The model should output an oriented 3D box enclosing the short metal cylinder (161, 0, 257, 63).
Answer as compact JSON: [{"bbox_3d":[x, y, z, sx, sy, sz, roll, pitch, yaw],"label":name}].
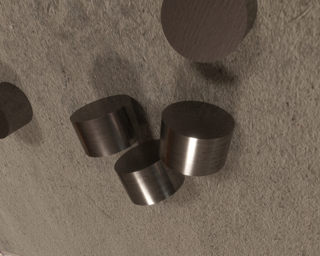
[{"bbox_3d":[0.048,-0.109,0.297,0.080,0.050,0.079,13,124,20],"label":"short metal cylinder"}]

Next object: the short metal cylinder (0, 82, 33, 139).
[{"bbox_3d":[-0.258,-0.029,0.506,0.080,0.050,0.079,13,124,20],"label":"short metal cylinder"}]

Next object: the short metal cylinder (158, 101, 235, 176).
[{"bbox_3d":[0.040,0.010,0.355,0.080,0.080,0.050,17,125,18],"label":"short metal cylinder"}]

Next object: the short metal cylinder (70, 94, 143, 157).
[{"bbox_3d":[-0.069,-0.005,0.403,0.080,0.080,0.050,-4,116,30],"label":"short metal cylinder"}]

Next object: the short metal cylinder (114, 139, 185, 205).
[{"bbox_3d":[-0.013,0.057,0.412,0.080,0.080,0.050,-10,113,32],"label":"short metal cylinder"}]
